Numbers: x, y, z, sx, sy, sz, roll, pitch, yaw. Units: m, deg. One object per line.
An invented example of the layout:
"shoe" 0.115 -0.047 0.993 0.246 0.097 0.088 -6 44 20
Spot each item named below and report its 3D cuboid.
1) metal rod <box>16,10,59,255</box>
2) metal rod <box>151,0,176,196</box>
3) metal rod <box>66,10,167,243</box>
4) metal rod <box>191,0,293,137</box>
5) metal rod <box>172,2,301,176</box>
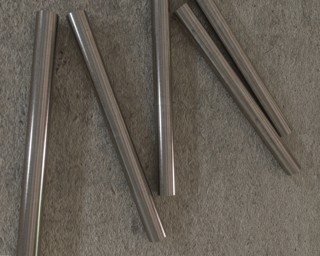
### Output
"metal rod" -0.141 0.017 0.356 0.025 0.025 0.298 5 89 -20
"metal rod" 0.004 -0.061 0.410 0.025 0.025 0.298 -2 91 -20
"metal rod" -0.052 0.004 0.389 0.025 0.025 0.298 -22 97 -19
"metal rod" 0.107 -0.111 0.447 0.025 0.025 0.299 -40 103 -16
"metal rod" 0.118 -0.048 0.451 0.025 0.025 0.300 -42 104 -15
